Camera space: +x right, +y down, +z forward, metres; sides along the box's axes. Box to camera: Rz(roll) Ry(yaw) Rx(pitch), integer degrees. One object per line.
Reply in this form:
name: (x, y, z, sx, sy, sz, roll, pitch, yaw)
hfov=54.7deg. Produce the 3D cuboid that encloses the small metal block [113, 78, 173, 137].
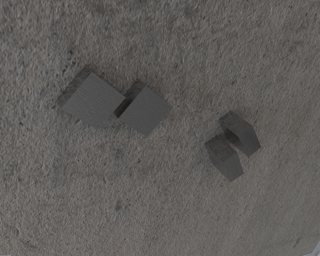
small metal block: (-0.021, -0.024, 0.380, 0.050, 0.025, 0.050, -50, 129, 7)

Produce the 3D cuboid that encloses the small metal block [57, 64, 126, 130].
small metal block: (-0.076, -0.033, 0.345, 0.050, 0.025, 0.050, -49, 129, 6)

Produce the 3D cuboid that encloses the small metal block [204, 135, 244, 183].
small metal block: (0.098, 0.047, 0.473, 0.025, 0.050, 0.050, -33, 129, -7)

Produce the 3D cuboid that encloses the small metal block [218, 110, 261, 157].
small metal block: (0.118, 0.008, 0.460, 0.025, 0.050, 0.050, -38, 129, -3)
